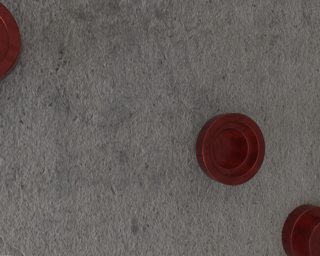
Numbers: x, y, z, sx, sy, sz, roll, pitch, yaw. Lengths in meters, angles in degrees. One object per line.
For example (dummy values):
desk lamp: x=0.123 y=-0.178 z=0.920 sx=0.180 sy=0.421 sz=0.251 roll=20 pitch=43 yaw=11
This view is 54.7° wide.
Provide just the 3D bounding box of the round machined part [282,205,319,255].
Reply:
round machined part: x=0.247 y=0.174 z=0.491 sx=0.099 sy=0.042 sz=0.097 roll=0 pitch=90 yaw=-20

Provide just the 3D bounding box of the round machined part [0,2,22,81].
round machined part: x=-0.199 y=-0.091 z=0.326 sx=0.099 sy=0.042 sz=0.097 roll=0 pitch=90 yaw=-20

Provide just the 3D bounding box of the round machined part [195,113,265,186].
round machined part: x=0.094 y=0.028 z=0.434 sx=0.099 sy=0.042 sz=0.097 roll=0 pitch=90 yaw=-20
